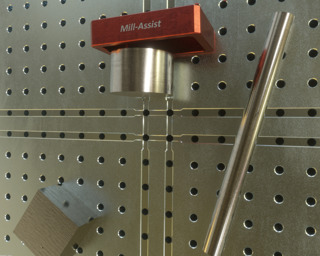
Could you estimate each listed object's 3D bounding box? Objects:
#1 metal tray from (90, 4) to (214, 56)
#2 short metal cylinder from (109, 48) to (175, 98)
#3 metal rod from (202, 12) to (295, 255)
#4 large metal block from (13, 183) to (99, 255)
[{"bbox_3d":[-0.006,-0.111,0.380,0.130,0.090,0.030,-1,90,20],"label":"metal tray"},{"bbox_3d":[-0.022,-0.067,0.391,0.080,0.080,0.050,2,91,20],"label":"short metal cylinder"},{"bbox_3d":[0.105,0.012,0.375,0.025,0.025,0.298,17,96,19],"label":"metal rod"},{"bbox_3d":[-0.152,0.141,0.453,0.080,0.050,0.080,37,102,16],"label":"large metal block"}]
